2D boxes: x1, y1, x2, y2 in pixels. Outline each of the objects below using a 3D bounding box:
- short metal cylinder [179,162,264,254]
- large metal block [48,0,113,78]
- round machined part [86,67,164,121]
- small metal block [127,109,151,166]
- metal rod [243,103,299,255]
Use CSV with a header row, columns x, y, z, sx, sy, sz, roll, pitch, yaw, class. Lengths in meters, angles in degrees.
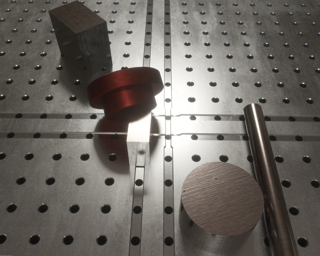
x,y,z,sx,sy,sz,roll,pitch,yaw,class
0.061,0.082,0.323,0.081,0.050,0.080,0,50,0,short metal cylinder
-0.123,-0.140,0.488,0.050,0.080,0.080,-34,58,-25,large metal block
-0.042,-0.040,0.402,0.099,0.098,0.042,-14,82,-12,round machined part
-0.024,0.012,0.381,0.025,0.050,0.050,2,50,1,small metal block
0.124,0.089,0.334,0.025,0.025,0.300,2,50,1,metal rod
